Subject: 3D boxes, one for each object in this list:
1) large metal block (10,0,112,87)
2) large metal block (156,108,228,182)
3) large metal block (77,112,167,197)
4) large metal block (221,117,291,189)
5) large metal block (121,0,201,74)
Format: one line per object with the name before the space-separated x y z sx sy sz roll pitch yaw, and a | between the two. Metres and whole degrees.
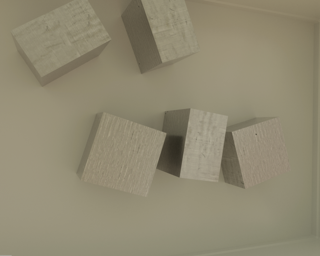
large metal block | -0.109 -0.091 0.341 0.080 0.080 0.050 -34 102 -17
large metal block | 0.038 0.020 0.397 0.050 0.080 0.080 10 87 -20
large metal block | -0.048 0.032 0.380 0.081 0.050 0.080 19 84 -20
large metal block | 0.132 0.033 0.448 0.081 0.050 0.080 -16 96 -20
large metal block | -0.002 -0.118 0.381 0.050 0.080 0.080 -22 98 -19
